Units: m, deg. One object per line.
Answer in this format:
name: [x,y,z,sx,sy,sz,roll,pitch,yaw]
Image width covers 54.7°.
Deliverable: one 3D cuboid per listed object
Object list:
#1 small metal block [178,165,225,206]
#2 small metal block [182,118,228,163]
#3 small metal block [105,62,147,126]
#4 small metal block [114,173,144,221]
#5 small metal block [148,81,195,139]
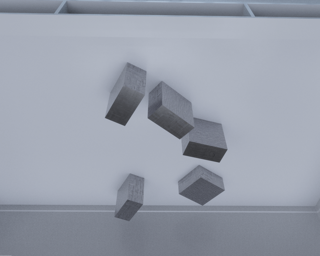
small metal block: [0.064,0.091,0.487,0.050,0.025,0.050,31,124,-24]
small metal block: [0.056,0.014,0.405,0.050,0.050,0.025,13,129,-11]
small metal block: [-0.039,-0.039,0.359,0.025,0.050,0.050,23,126,-19]
small metal block: [-0.047,0.108,0.484,0.025,0.050,0.050,22,127,-18]
small metal block: [0.013,-0.022,0.374,0.050,0.050,0.025,34,122,-25]
